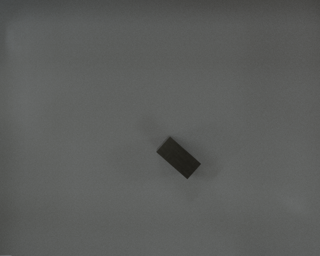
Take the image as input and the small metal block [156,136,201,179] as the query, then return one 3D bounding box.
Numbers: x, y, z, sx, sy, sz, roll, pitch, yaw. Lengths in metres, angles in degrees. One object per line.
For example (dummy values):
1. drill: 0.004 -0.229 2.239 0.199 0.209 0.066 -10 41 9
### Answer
1. small metal block: 0.023 0.036 0.399 0.050 0.050 0.025 41 90 0
